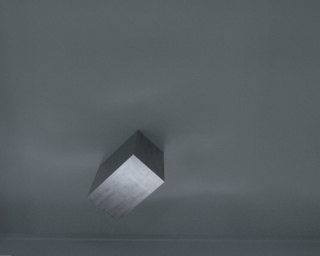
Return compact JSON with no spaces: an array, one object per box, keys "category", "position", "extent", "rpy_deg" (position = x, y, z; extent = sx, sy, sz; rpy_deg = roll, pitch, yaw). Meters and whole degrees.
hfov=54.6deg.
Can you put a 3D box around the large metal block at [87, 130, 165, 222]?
[{"category":"large metal block","position":[-0.041,0.059,0.403],"extent":[0.080,0.080,0.050],"rpy_deg":[-43,105,14]}]
